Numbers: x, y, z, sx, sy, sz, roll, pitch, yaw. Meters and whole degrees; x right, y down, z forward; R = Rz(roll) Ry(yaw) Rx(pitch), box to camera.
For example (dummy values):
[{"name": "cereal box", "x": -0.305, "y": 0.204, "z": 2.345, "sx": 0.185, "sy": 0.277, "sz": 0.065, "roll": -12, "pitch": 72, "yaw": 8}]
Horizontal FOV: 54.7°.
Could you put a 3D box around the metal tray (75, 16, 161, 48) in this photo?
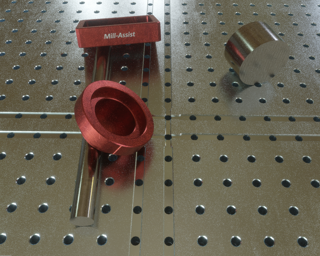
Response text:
[{"name": "metal tray", "x": -0.069, "y": -0.164, "z": 0.520, "sx": 0.131, "sy": 0.030, "sz": 0.090, "roll": -7, "pitch": 28, "yaw": -6}]

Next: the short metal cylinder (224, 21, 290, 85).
[{"name": "short metal cylinder", "x": 0.145, "y": -0.112, "z": 0.468, "sx": 0.081, "sy": 0.080, "sz": 0.050, "roll": -14, "pitch": 52, "yaw": -12}]

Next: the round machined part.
[{"name": "round machined part", "x": -0.060, "y": -0.008, "z": 0.383, "sx": 0.099, "sy": 0.042, "sz": 0.098, "roll": 25, "pitch": 43, "yaw": -25}]

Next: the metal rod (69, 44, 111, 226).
[{"name": "metal rod", "x": -0.087, "y": -0.017, "z": 0.420, "sx": 0.025, "sy": 0.025, "sz": 0.300, "roll": -1, "pitch": 50, "yaw": -2}]
